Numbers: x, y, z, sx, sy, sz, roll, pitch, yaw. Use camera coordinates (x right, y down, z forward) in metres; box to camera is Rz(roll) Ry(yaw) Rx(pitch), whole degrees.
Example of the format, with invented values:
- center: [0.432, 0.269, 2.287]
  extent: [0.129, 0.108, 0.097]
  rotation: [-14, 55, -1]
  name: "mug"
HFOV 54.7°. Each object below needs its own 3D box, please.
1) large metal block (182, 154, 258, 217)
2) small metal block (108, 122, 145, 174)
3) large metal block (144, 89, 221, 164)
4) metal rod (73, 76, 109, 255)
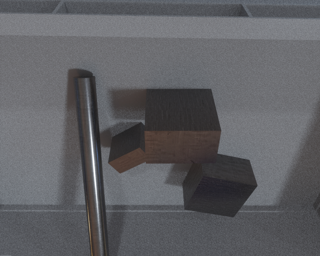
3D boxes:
- center: [0.086, 0.086, 0.467]
  extent: [0.081, 0.050, 0.079]
  rotation: [12, 129, -11]
  name: "large metal block"
- center: [-0.039, 0.026, 0.415]
  extent: [0.050, 0.050, 0.025]
  rotation: [-27, 125, 20]
  name: "small metal block"
- center: [0.024, -0.004, 0.370]
  extent: [0.081, 0.080, 0.050]
  rotation: [0, 130, -1]
  name: "large metal block"
- center: [-0.085, 0.084, 0.400]
  extent: [0.025, 0.025, 0.298]
  rotation: [-1, 106, 0]
  name: "metal rod"
